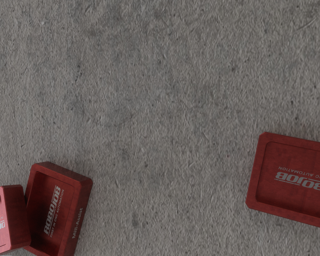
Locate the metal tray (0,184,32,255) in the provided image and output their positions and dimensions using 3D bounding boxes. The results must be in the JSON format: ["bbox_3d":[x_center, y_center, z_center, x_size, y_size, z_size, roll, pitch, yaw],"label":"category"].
[{"bbox_3d":[-0.252,0.148,0.472,0.130,0.030,0.090,-27,71,30],"label":"metal tray"}]

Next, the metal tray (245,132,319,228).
[{"bbox_3d":[0.171,0.060,0.345,0.130,0.030,0.089,12,94,19],"label":"metal tray"}]

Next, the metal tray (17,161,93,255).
[{"bbox_3d":[-0.160,0.125,0.462,0.090,0.030,0.129,18,96,19],"label":"metal tray"}]
